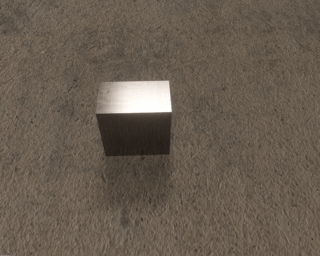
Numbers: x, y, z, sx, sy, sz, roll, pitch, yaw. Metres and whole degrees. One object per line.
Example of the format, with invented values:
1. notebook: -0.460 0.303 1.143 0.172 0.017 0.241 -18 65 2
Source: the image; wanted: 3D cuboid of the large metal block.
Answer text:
1. large metal block: -0.029 -0.010 0.375 0.081 0.080 0.050 -2 50 -2
